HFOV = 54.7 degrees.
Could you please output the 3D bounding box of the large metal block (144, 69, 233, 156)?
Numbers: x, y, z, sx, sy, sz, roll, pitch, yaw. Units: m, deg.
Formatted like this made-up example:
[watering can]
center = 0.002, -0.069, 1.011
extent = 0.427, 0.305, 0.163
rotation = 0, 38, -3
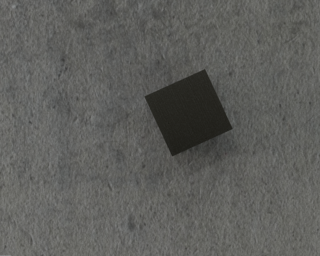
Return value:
[large metal block]
center = 0.034, -0.019, 0.398
extent = 0.080, 0.050, 0.080
rotation = -25, 90, -1
